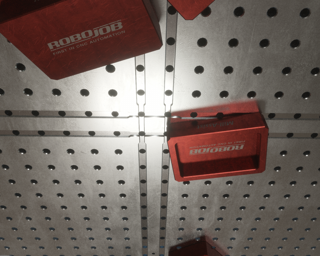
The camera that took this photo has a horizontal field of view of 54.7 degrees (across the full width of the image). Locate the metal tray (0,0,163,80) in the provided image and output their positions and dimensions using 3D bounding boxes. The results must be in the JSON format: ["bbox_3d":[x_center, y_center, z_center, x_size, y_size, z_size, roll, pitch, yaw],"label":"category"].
[{"bbox_3d":[-0.072,-0.098,0.301,0.130,0.030,0.090,-14,152,12],"label":"metal tray"}]

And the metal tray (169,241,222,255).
[{"bbox_3d":[0.089,0.295,0.660,0.090,0.030,0.130,-27,126,21],"label":"metal tray"}]

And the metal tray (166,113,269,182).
[{"bbox_3d":[0.080,0.030,0.434,0.131,0.030,0.089,-7,130,5],"label":"metal tray"}]

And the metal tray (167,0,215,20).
[{"bbox_3d":[0.015,-0.170,0.264,0.090,0.030,0.130,-37,122,26],"label":"metal tray"}]

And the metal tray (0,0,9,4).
[{"bbox_3d":[-0.150,-0.179,0.253,0.090,0.030,0.130,-24,127,19],"label":"metal tray"}]
